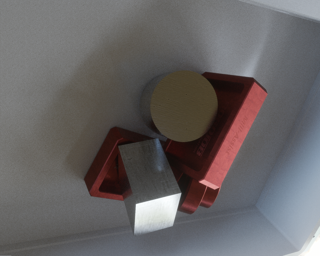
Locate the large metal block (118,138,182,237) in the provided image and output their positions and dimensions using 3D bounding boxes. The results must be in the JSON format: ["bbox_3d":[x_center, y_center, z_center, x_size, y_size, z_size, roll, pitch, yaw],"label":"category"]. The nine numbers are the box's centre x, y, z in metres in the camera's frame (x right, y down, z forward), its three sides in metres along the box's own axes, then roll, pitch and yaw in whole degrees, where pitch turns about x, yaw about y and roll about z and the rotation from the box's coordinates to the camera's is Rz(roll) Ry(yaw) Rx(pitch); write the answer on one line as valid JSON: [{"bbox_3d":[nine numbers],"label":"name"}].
[{"bbox_3d":[-0.017,0.072,0.378,0.050,0.080,0.079,-10,139,-16],"label":"large metal block"}]

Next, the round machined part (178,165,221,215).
[{"bbox_3d":[0.056,0.073,0.433,0.042,0.098,0.097,19,112,-4],"label":"round machined part"}]

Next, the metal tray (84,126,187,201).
[{"bbox_3d":[-0.025,0.058,0.426,0.131,0.030,0.090,19,108,-36],"label":"metal tray"}]

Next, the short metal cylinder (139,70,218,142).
[{"bbox_3d":[0.021,-0.026,0.368,0.081,0.050,0.079,-2,96,-17],"label":"short metal cylinder"}]

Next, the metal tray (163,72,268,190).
[{"bbox_3d":[0.061,-0.002,0.378,0.030,0.090,0.130,31,85,-35],"label":"metal tray"}]
